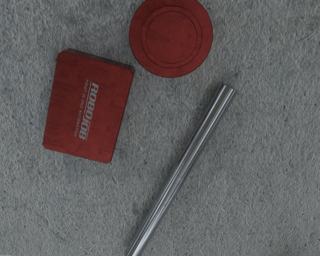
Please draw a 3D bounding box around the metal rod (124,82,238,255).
[{"bbox_3d":[0.022,0.073,0.437,0.025,0.025,0.298,25,108,-9],"label":"metal rod"}]

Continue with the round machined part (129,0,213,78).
[{"bbox_3d":[0.013,-0.107,0.362,0.099,0.042,0.097,0,110,0],"label":"round machined part"}]

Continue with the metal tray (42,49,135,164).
[{"bbox_3d":[-0.091,-0.026,0.397,0.091,0.030,0.129,15,109,-6],"label":"metal tray"}]
